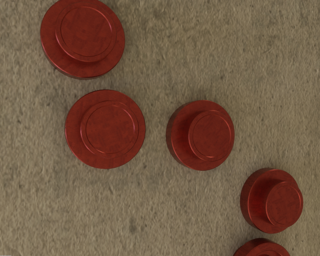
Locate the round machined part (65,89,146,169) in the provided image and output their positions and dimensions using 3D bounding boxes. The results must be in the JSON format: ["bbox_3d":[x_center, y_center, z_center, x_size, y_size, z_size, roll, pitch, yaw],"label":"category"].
[{"bbox_3d":[-0.064,0.002,0.377,0.099,0.042,0.097,0,90,-21],"label":"round machined part"}]

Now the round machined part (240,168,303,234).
[{"bbox_3d":[0.174,0.111,0.467,0.099,0.042,0.097,0,90,-21],"label":"round machined part"}]

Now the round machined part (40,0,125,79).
[{"bbox_3d":[-0.089,-0.109,0.367,0.099,0.042,0.097,0,90,-21],"label":"round machined part"}]

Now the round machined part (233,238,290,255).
[{"bbox_3d":[0.143,0.210,0.455,0.099,0.042,0.097,0,90,-21],"label":"round machined part"}]

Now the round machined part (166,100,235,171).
[{"bbox_3d":[0.061,0.010,0.424,0.099,0.042,0.097,0,90,-21],"label":"round machined part"}]
